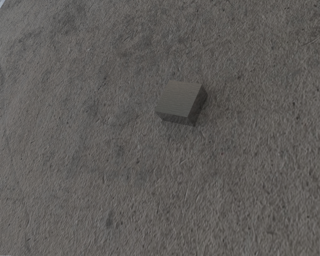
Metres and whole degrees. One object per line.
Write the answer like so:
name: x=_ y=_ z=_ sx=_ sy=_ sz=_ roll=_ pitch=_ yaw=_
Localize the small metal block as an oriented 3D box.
small metal block: x=0.028 y=-0.033 z=0.410 sx=0.050 sy=0.025 sz=0.050 roll=13 pitch=68 yaw=33
